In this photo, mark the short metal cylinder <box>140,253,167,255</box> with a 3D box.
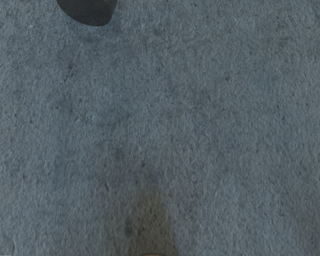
[{"bbox_3d":[-0.008,0.177,0.330,0.081,0.050,0.080,0,70,0],"label":"short metal cylinder"}]

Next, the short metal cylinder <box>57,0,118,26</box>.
[{"bbox_3d":[-0.102,-0.194,0.449,0.080,0.080,0.050,12,71,4],"label":"short metal cylinder"}]
